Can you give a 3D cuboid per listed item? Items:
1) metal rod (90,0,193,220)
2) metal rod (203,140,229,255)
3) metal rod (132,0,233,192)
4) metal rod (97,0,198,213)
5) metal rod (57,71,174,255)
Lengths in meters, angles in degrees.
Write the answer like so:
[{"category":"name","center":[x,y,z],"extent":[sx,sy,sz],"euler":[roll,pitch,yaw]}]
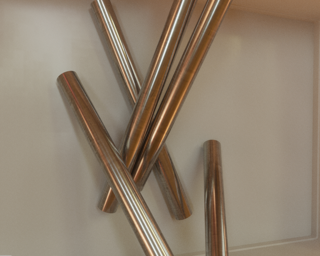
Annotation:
[{"category":"metal rod","center":[-0.021,-0.019,0.403],"extent":[0.025,0.025,0.298],"euler":[-24,98,-19]},{"category":"metal rod","center":[0.063,0.136,0.343],"extent":[0.025,0.025,0.300],"euler":[23,45,-19]},{"category":"metal rod","center":[0.026,-0.055,0.357],"extent":[0.025,0.025,0.298],"euler":[19,108,-20]},{"category":"metal rod","center":[-0.013,-0.037,0.365],"extent":[0.025,0.025,0.298],"euler":[18,100,-20]},{"category":"metal rod","center":[-0.038,0.064,0.332],"extent":[0.025,0.025,0.299],"euler":[-25,74,-19]}]
